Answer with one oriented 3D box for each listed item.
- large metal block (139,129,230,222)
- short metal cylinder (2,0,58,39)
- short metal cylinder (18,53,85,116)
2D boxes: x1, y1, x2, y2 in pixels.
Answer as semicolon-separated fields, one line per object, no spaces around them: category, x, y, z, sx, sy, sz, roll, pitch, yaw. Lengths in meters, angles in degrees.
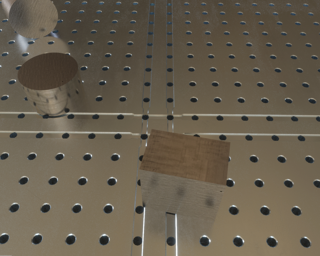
large metal block;0.025;0.052;0.328;0.080;0.080;0.050;10;51;8
short metal cylinder;-0.228;-0.205;0.543;0.081;0.080;0.050;-25;55;-19
short metal cylinder;-0.153;-0.063;0.443;0.080;0.050;0.080;0;50;0
